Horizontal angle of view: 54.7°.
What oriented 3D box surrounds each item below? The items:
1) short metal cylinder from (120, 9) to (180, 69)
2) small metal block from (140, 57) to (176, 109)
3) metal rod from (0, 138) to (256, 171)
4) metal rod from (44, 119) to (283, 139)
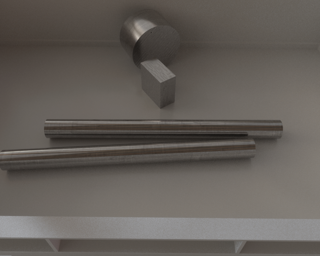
[{"bbox_3d":[-0.016,-0.136,0.483,0.081,0.080,0.050,-21,53,-17],"label":"short metal cylinder"},{"bbox_3d":[-0.003,-0.065,0.443,0.025,0.050,0.050,-27,55,-21],"label":"small metal block"},{"bbox_3d":[-0.036,0.032,0.377,0.302,0.025,0.025,-3,50,-3],"label":"metal rod"},{"bbox_3d":[0.005,0.001,0.403,0.302,0.025,0.025,0,50,-1],"label":"metal rod"}]
